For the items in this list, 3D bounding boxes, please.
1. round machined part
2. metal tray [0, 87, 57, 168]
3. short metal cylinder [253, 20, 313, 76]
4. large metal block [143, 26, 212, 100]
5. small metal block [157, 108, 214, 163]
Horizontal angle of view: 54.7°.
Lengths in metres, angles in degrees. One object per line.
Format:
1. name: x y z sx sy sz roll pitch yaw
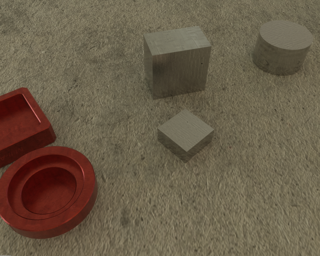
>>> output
1. round machined part: -0.116 0.071 0.331 0.099 0.042 0.098 0 50 0
2. metal tray: -0.212 0.007 0.390 0.131 0.030 0.090 -29 56 -23
3. short metal cylinder: 0.195 -0.129 0.498 0.081 0.050 0.080 0 50 0
4. large metal block: 0.022 -0.093 0.446 0.081 0.080 0.050 -12 51 -10
5. small metal block: 0.032 0.009 0.396 0.050 0.025 0.050 -36 59 -27
